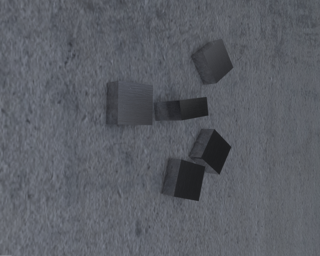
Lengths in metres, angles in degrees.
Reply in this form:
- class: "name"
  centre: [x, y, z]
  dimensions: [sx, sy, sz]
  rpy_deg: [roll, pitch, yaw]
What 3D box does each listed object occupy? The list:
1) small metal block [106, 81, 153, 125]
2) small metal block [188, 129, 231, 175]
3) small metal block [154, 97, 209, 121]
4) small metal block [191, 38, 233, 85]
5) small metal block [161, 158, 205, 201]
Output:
- class: "small metal block"
  centre: [-0.036, -0.029, 0.376]
  dimensions: [0.050, 0.025, 0.050]
  rpy_deg: [1, 89, -40]
- class: "small metal block"
  centre: [0.077, 0.036, 0.472]
  dimensions: [0.050, 0.025, 0.050]
  rpy_deg: [43, 64, -32]
- class: "small metal block"
  centre: [0.028, -0.025, 0.414]
  dimensions: [0.050, 0.050, 0.025]
  rpy_deg: [-11, 97, -40]
- class: "small metal block"
  centre: [0.081, -0.101, 0.475]
  dimensions: [0.050, 0.025, 0.050]
  rpy_deg: [-42, 116, -32]
- class: "small metal block"
  centre: [0.034, 0.073, 0.435]
  dimensions: [0.050, 0.025, 0.050]
  rpy_deg: [20, 77, -39]
